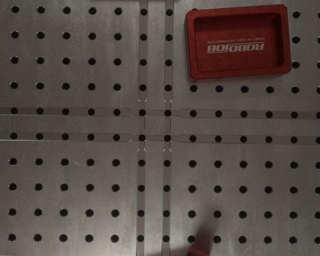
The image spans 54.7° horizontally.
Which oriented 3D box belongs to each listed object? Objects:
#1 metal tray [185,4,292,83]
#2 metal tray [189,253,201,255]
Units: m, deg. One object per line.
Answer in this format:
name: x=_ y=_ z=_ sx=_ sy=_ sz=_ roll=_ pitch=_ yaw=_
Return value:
metal tray: x=0.102 y=-0.111 z=0.412 sx=0.131 sy=0.030 sz=0.089 roll=-4 pitch=90 yaw=-1
metal tray: x=0.046 y=0.230 z=0.369 sx=0.030 sy=0.090 sz=0.130 roll=20 pitch=80 yaw=-12
